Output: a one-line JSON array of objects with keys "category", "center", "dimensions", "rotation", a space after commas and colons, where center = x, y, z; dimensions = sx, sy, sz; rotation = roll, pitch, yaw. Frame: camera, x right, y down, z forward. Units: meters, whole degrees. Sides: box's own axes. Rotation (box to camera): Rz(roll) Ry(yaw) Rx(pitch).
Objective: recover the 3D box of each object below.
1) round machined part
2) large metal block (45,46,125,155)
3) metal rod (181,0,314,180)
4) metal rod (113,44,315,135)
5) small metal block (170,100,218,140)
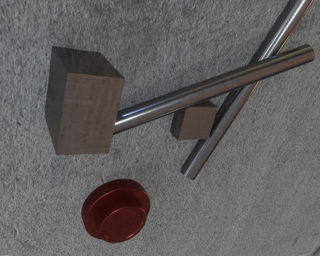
[{"category": "round machined part", "center": [-0.058, 0.125, 0.443], "dimensions": [0.099, 0.042, 0.097], "rotation": [-14, 125, -21]}, {"category": "large metal block", "center": [-0.080, -0.029, 0.311], "dimensions": [0.050, 0.080, 0.079], "rotation": [1, 118, -30]}, {"category": "metal rod", "center": [0.117, -0.052, 0.441], "dimensions": [0.025, 0.025, 0.298], "rotation": [21, 107, -36]}, {"category": "metal rod", "center": [0.059, -0.048, 0.391], "dimensions": [0.302, 0.025, 0.025], "rotation": [-21, 127, -9]}, {"category": "small metal block", "center": [0.046, -0.012, 0.427], "dimensions": [0.050, 0.025, 0.050], "rotation": [-2, 119, -28]}]
